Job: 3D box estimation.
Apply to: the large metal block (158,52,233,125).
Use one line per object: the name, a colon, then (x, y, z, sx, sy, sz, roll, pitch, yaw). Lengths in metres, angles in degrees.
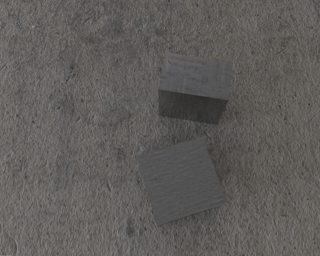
large metal block: (0.042, -0.047, 0.396, 0.080, 0.080, 0.050, 9, 71, 3)

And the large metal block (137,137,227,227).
large metal block: (0.023, 0.066, 0.371, 0.081, 0.050, 0.080, -16, 71, -6)
